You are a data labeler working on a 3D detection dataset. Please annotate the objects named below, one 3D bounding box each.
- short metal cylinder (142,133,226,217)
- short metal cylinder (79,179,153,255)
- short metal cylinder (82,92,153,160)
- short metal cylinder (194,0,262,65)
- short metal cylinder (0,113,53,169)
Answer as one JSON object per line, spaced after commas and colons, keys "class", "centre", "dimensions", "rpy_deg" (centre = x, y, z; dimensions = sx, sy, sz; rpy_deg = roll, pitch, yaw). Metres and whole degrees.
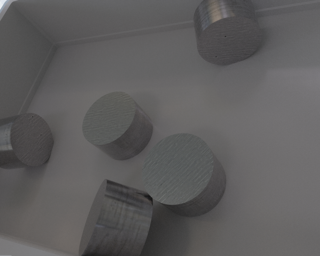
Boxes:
{"class": "short metal cylinder", "centre": [0.027, 0.052, 0.343], "dimensions": [0.080, 0.050, 0.080], "rpy_deg": [-13, 56, 21]}
{"class": "short metal cylinder", "centre": [-0.047, 0.100, 0.327], "dimensions": [0.080, 0.050, 0.080], "rpy_deg": [-158, 89, -76]}
{"class": "short metal cylinder", "centre": [-0.057, -0.002, 0.421], "dimensions": [0.080, 0.050, 0.080], "rpy_deg": [-13, 56, 21]}
{"class": "short metal cylinder", "centre": [0.086, -0.129, 0.404], "dimensions": [0.080, 0.080, 0.050], "rpy_deg": [-15, 56, 19]}
{"class": "short metal cylinder", "centre": [-0.211, 0.020, 0.469], "dimensions": [0.050, 0.080, 0.080], "rpy_deg": [-9, 58, 23]}
